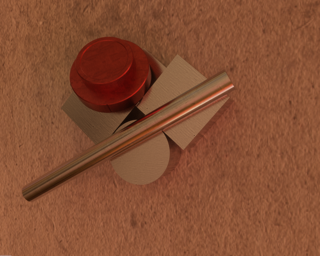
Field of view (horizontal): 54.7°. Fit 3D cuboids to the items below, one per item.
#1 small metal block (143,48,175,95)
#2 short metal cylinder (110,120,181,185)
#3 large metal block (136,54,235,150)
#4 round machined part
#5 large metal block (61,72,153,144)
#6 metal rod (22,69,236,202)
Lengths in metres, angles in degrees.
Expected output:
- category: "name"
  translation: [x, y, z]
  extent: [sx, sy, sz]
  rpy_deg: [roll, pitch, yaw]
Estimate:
- category: "small metal block"
  translation: [-0.015, -0.069, 0.414]
  extent: [0.050, 0.025, 0.050]
  rpy_deg: [44, 103, 14]
- category: "short metal cylinder"
  translation: [-0.018, 0.029, 0.402]
  extent: [0.080, 0.050, 0.079]
  rpy_deg: [0, 90, 19]
- category: "large metal block"
  translation: [0.032, -0.031, 0.385]
  extent: [0.080, 0.050, 0.080]
  rpy_deg: [43, 103, 14]
- category: "round machined part"
  translation: [-0.062, -0.071, 0.375]
  extent: [0.099, 0.042, 0.098]
  rpy_deg: [-3, 64, 6]
- category: "large metal block"
  translation: [-0.071, -0.029, 0.420]
  extent: [0.080, 0.050, 0.080]
  rpy_deg: [44, 103, 14]
- category: "metal rod"
  translation: [-0.050, 0.018, 0.374]
  extent: [0.300, 0.025, 0.025]
  rpy_deg: [-29, 81, 17]
